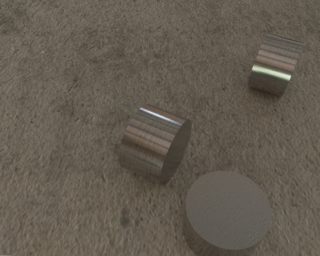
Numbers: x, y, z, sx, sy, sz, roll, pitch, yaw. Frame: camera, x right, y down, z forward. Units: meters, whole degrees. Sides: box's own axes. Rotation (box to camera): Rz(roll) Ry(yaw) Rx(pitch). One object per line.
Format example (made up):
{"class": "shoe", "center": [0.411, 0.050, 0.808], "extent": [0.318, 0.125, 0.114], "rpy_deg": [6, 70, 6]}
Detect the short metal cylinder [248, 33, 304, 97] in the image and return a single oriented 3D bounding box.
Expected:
{"class": "short metal cylinder", "center": [0.165, -0.090, 0.445], "extent": [0.050, 0.080, 0.080], "rpy_deg": [22, 53, 17]}

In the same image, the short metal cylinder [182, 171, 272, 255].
{"class": "short metal cylinder", "center": [0.064, 0.090, 0.312], "extent": [0.081, 0.050, 0.080], "rpy_deg": [0, 50, 0]}

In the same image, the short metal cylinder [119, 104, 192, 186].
{"class": "short metal cylinder", "center": [-0.004, 0.019, 0.352], "extent": [0.050, 0.080, 0.080], "rpy_deg": [22, 53, 17]}
